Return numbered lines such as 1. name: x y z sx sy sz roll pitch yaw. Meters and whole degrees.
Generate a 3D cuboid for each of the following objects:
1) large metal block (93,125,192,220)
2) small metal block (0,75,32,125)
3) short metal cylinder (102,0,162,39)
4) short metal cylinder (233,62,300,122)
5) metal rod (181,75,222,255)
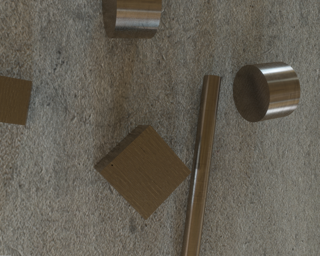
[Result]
1. large metal block: -0.023 0.052 0.388 0.080 0.050 0.080 -44 104 -15
2. small metal block: -0.173 -0.031 0.345 0.050 0.025 0.050 9 87 -20
3. short metal cylinder: -0.036 -0.147 0.367 0.050 0.080 0.079 -6 92 -20
4. short metal cylinder: 0.147 -0.051 0.436 0.050 0.080 0.079 -10 94 -20
5. metal rod: 0.055 0.076 0.430 0.025 0.025 0.298 9 87 -20
